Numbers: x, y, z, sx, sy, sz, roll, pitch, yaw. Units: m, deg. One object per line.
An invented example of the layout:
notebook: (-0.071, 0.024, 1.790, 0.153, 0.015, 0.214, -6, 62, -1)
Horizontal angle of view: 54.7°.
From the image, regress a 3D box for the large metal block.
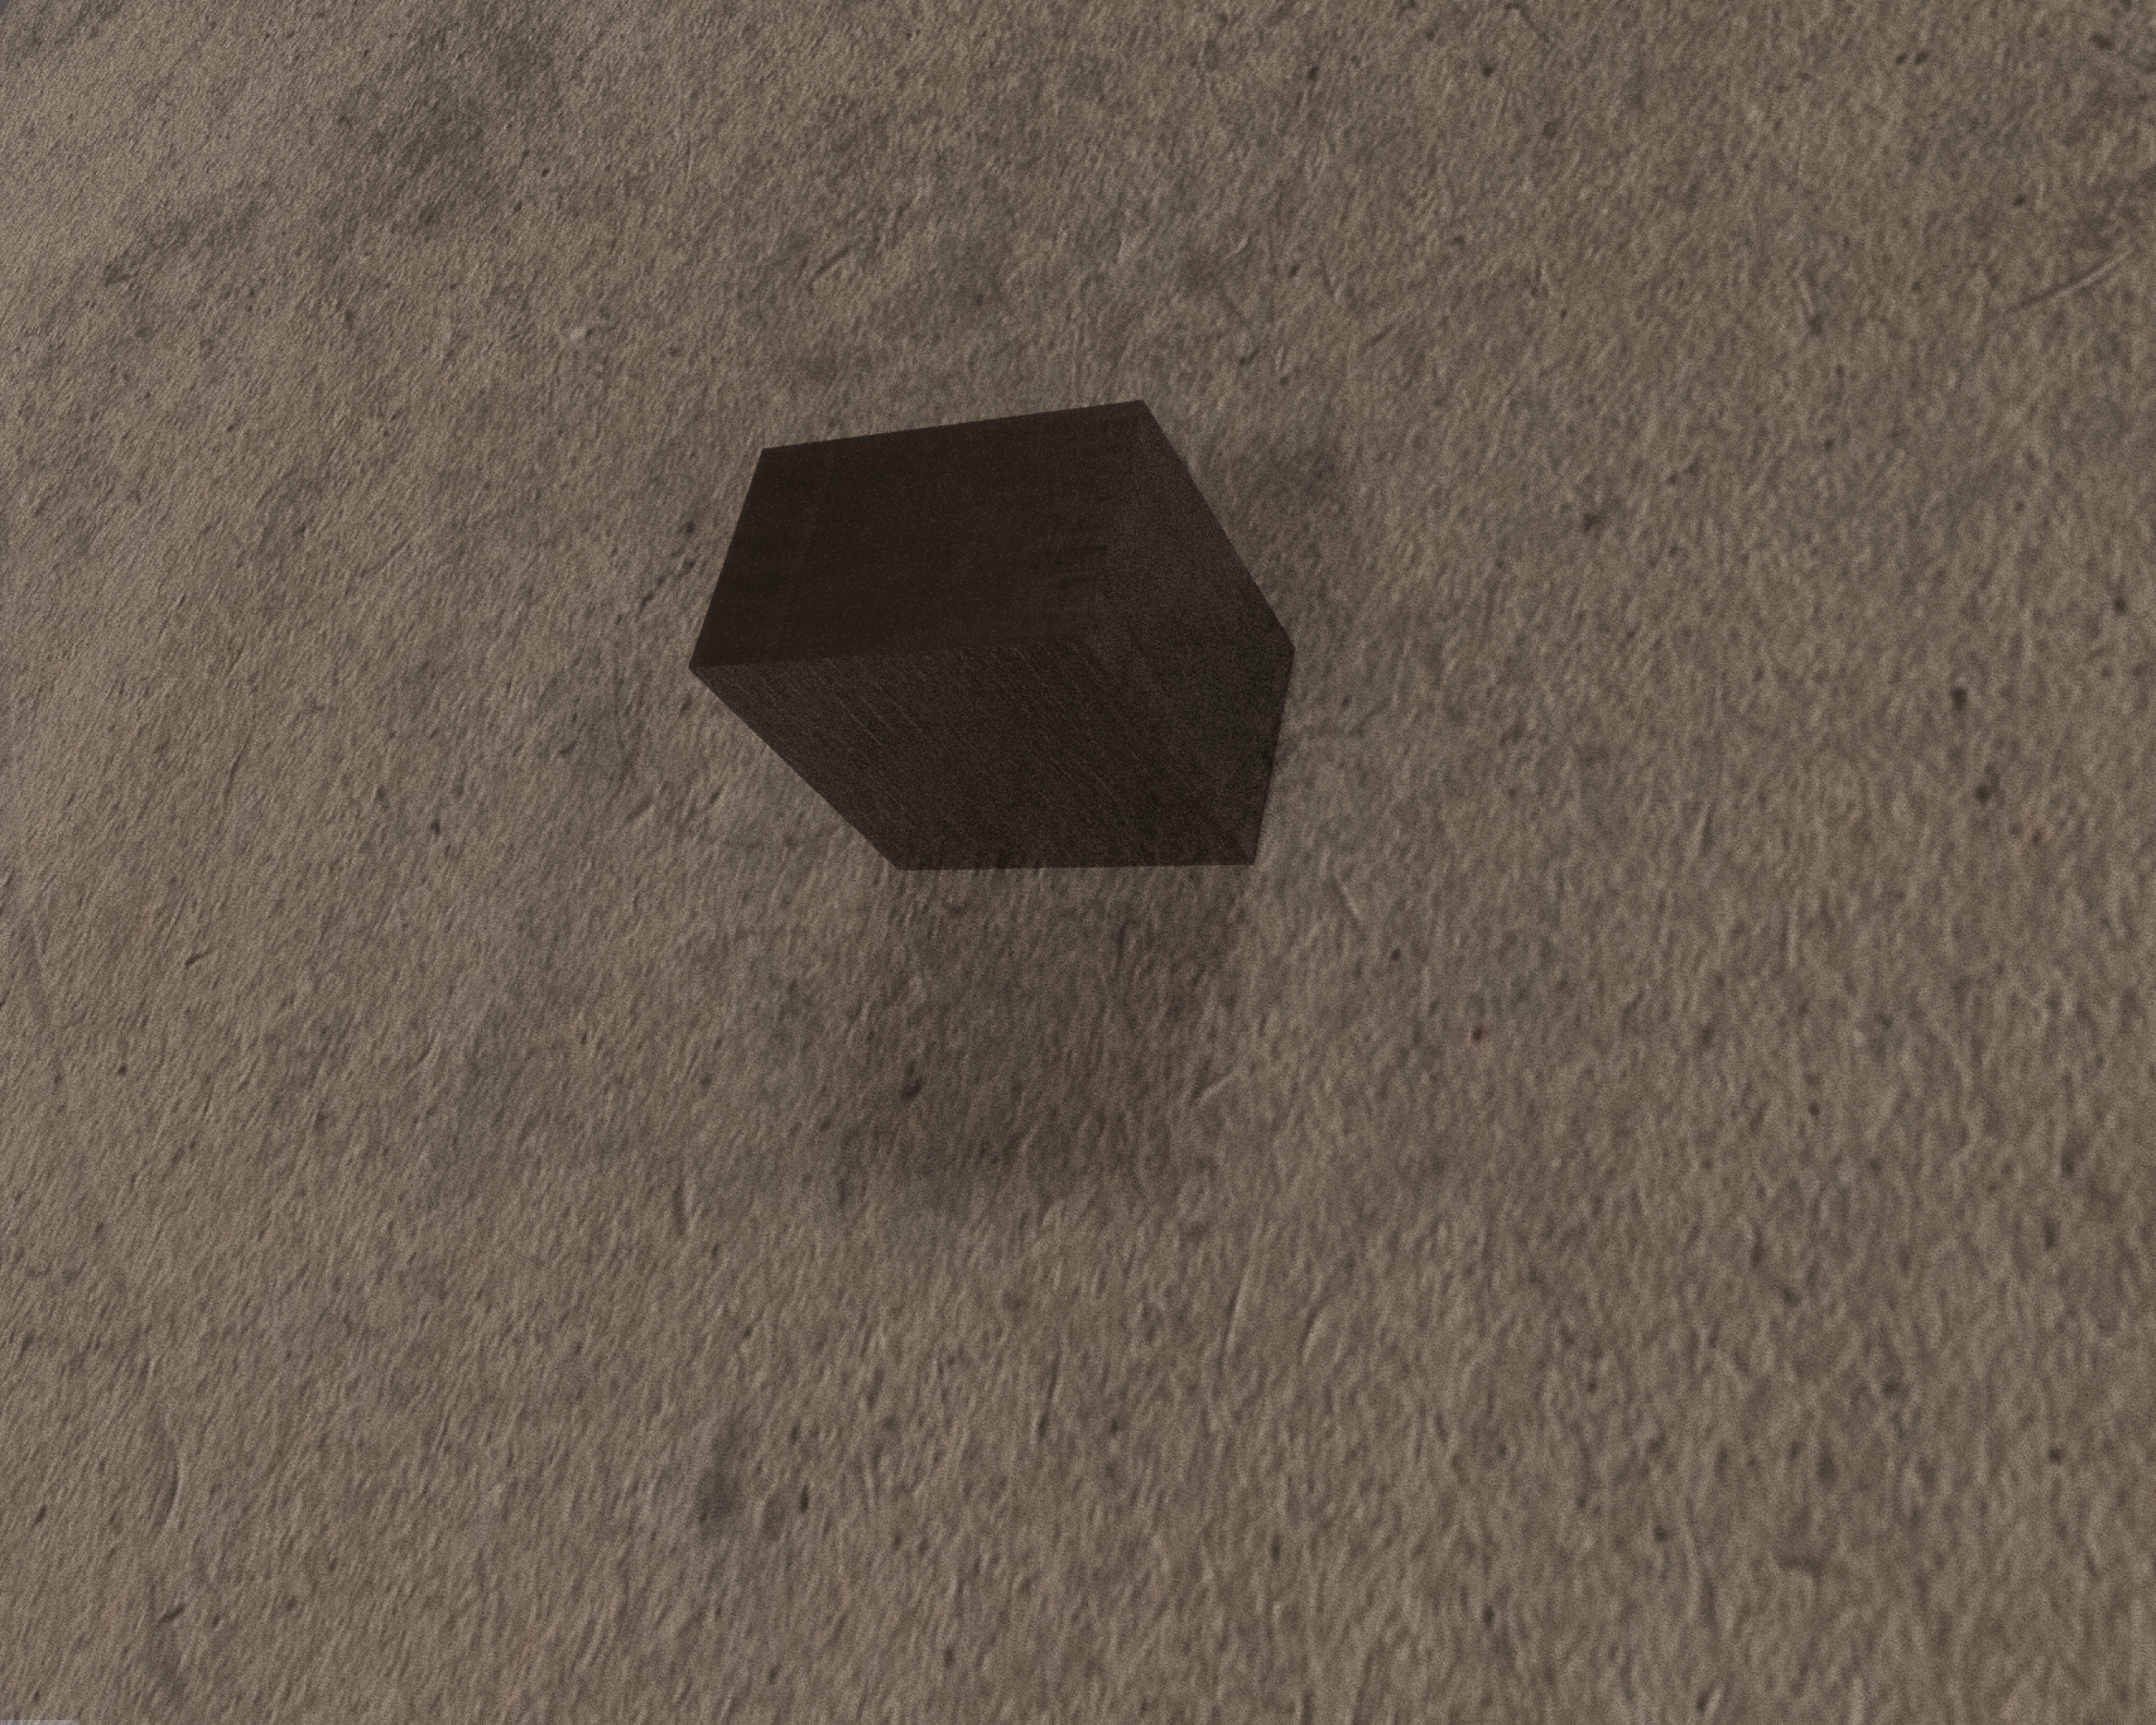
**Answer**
large metal block: (-0.013, -0.039, 0.400, 0.080, 0.080, 0.050, -1, 61, 27)
